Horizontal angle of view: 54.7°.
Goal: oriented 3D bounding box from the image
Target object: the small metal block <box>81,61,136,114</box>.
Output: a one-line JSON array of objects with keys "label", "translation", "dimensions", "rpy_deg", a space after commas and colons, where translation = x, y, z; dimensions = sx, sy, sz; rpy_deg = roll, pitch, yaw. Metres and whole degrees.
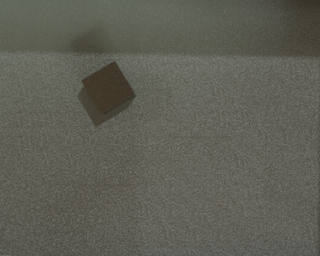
[{"label": "small metal block", "translation": [-0.067, -0.052, 0.411], "dimensions": [0.050, 0.025, 0.050], "rpy_deg": [-31, 90, -1]}]
